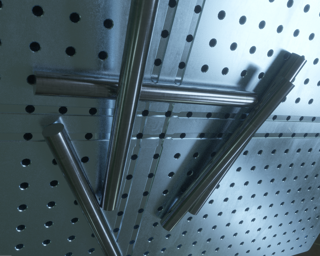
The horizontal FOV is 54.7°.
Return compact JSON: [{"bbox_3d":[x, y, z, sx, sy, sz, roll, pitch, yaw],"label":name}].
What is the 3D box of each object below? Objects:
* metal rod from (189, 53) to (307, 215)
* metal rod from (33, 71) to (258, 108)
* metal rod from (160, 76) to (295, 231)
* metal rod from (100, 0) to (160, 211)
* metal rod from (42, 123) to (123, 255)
[{"bbox_3d":[0.130,0.017,0.495,0.025,0.025,0.299,22,106,-37],"label":"metal rod"},{"bbox_3d":[0.005,-0.044,0.388,0.303,0.025,0.025,1,118,-29],"label":"metal rod"},{"bbox_3d":[0.097,0.048,0.481,0.025,0.025,0.299,25,109,-37],"label":"metal rod"},{"bbox_3d":[-0.041,-0.010,0.355,0.025,0.025,0.298,-5,130,-26],"label":"metal rod"},{"bbox_3d":[-0.094,0.120,0.435,0.025,0.025,0.298,-23,127,-15],"label":"metal rod"}]
